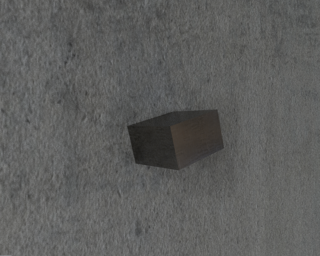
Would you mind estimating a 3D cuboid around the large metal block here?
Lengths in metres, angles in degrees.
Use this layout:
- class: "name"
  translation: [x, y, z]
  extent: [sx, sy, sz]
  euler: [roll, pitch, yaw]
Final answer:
- class: "large metal block"
  translation: [0.019, 0.011, 0.387]
  extent: [0.081, 0.080, 0.050]
  euler: [-19, 103, -39]
